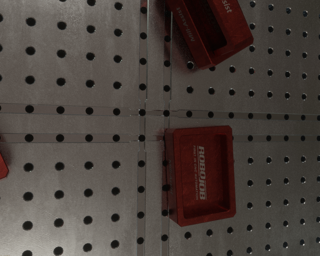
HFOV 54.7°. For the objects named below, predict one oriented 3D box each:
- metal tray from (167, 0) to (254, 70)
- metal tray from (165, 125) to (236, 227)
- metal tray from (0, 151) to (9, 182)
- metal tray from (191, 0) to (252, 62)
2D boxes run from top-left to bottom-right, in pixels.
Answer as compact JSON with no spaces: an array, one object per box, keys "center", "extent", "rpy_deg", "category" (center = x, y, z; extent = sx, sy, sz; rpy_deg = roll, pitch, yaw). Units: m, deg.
[{"center":[0.067,-0.157,0.426],"extent":[0.091,0.030,0.129],"rpy_deg":[-34,103,-26],"category":"metal tray"},{"center":[0.057,0.063,0.432],"extent":[0.091,0.030,0.129],"rpy_deg":[-4,91,-20],"category":"metal tray"},{"center":[-0.233,0.035,0.305],"extent":[0.131,0.030,0.090],"rpy_deg":[-25,89,-28],"category":"metal tray"},{"center":[0.056,-0.156,0.399],"extent":[0.030,0.090,0.130],"rpy_deg":[-32,101,-16],"category":"metal tray"}]
